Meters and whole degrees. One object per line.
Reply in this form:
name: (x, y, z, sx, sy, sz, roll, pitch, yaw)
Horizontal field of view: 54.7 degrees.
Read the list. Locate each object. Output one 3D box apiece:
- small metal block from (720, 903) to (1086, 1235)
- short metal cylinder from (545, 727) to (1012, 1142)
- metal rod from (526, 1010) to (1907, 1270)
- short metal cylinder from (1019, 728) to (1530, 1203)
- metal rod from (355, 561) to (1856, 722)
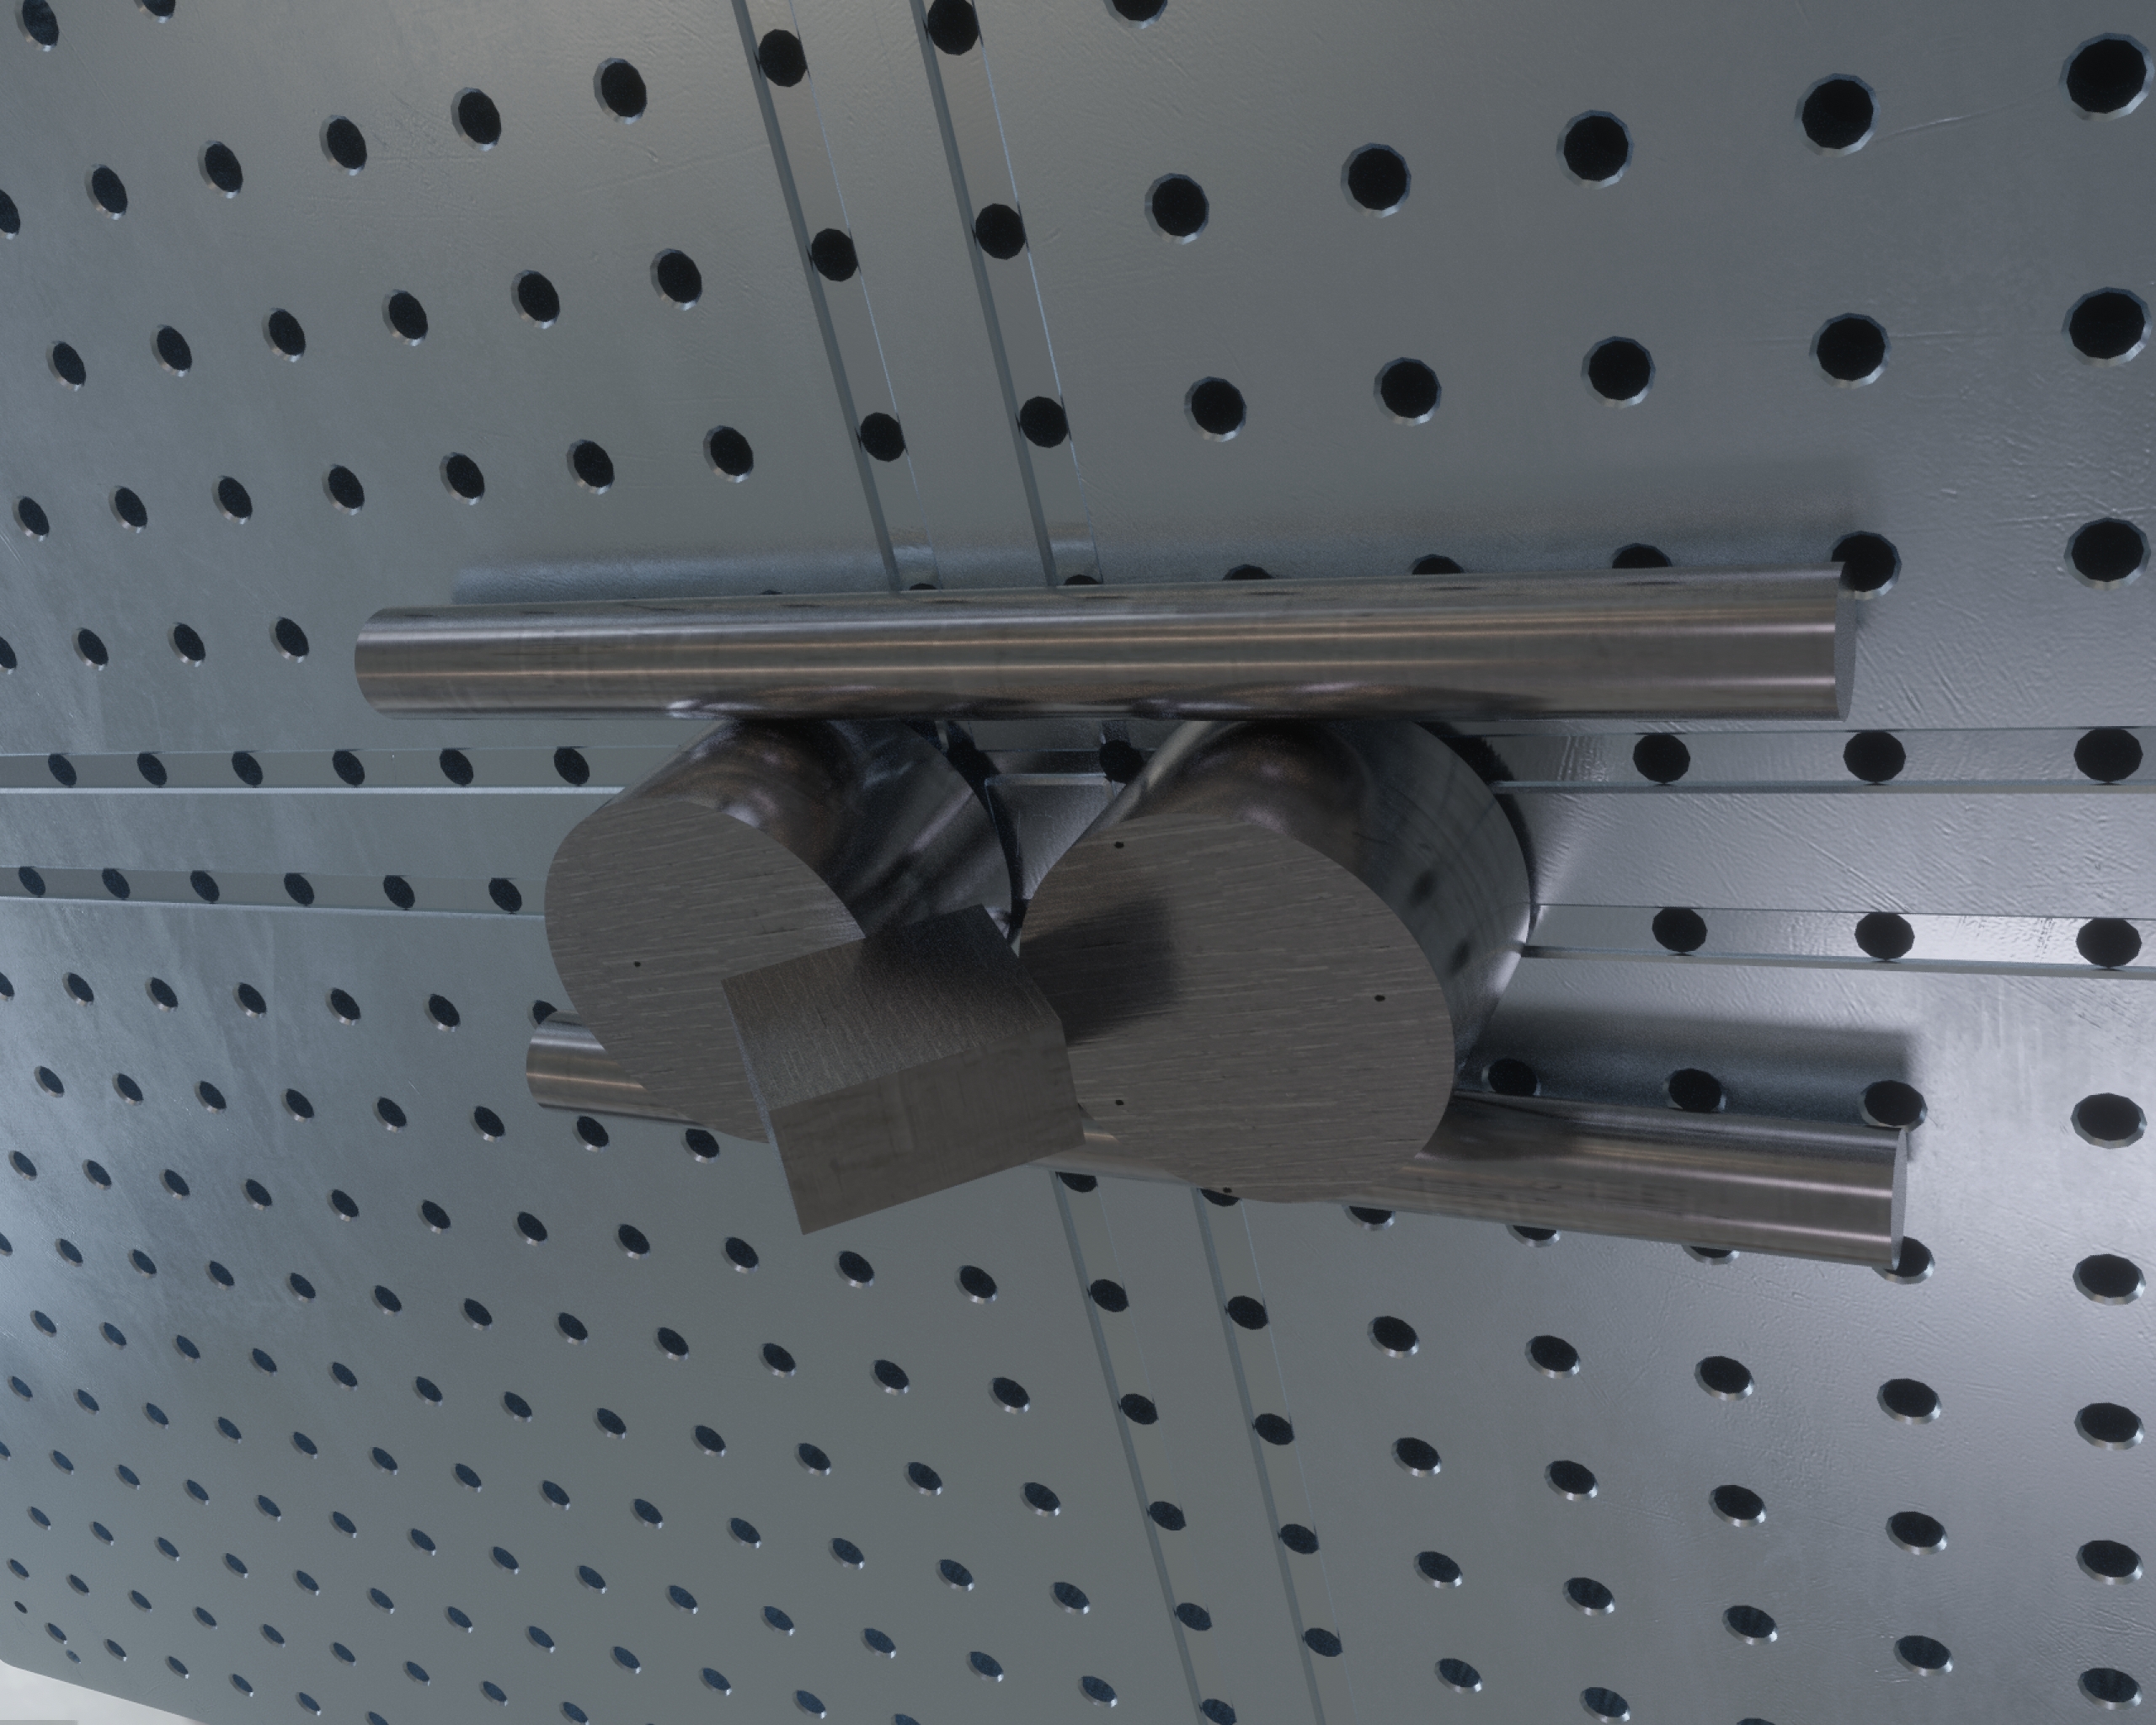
small metal block: (-0.032, 0.035, 0.369, 0.050, 0.050, 0.025, -16, 116, -12)
short metal cylinder: (-0.061, 0.011, 0.429, 0.080, 0.050, 0.079, 13, 124, 21)
metal rod: (0.010, 0.053, 0.434, 0.301, 0.025, 0.025, 2, 120, 27)
short metal cylinder: (0.036, 0.015, 0.381, 0.080, 0.050, 0.079, 13, 124, 21)
metal rod: (-0.015, -0.039, 0.390, 0.301, 0.025, 0.025, 2, 119, 27)
